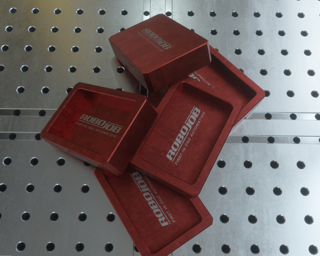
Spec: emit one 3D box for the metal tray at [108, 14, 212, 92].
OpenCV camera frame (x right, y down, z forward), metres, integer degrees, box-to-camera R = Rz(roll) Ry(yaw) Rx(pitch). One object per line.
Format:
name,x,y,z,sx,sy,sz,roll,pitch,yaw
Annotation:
metal tray,-0.004,-0.106,0.416,0.090,0.030,0.130,-29,43,-11

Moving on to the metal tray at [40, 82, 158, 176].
metal tray,-0.077,-0.005,0.377,0.130,0.030,0.090,16,67,37

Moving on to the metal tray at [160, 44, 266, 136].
metal tray,0.066,-0.056,0.430,0.090,0.030,0.130,-42,76,-14

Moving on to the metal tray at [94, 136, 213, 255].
metal tray,-0.009,0.084,0.378,0.090,0.030,0.130,-31,73,-11

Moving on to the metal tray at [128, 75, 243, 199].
metal tray,0.032,0.007,0.375,0.090,0.030,0.130,27,72,9
